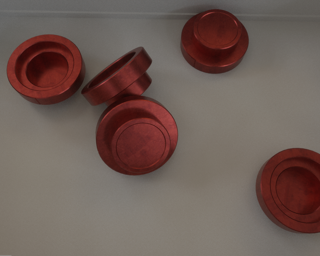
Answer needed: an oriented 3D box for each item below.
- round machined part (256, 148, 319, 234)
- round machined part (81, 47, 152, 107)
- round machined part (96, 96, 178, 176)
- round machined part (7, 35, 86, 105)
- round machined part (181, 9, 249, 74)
[{"bbox_3d":[0.165,0.077,0.375,0.099,0.042,0.098,0,70,-1],"label":"round machined part"},{"bbox_3d":[-0.050,-0.059,0.402,0.098,0.098,0.042,-43,112,-14],"label":"round machined part"},{"bbox_3d":[-0.026,0.014,0.367,0.099,0.042,0.097,-5,111,-12],"label":"round machined part"},{"bbox_3d":[-0.152,-0.076,0.426,0.099,0.042,0.098,0,70,-1],"label":"round machined part"},{"bbox_3d":[0.080,-0.132,0.450,0.099,0.042,0.098,0,70,-1],"label":"round machined part"}]
